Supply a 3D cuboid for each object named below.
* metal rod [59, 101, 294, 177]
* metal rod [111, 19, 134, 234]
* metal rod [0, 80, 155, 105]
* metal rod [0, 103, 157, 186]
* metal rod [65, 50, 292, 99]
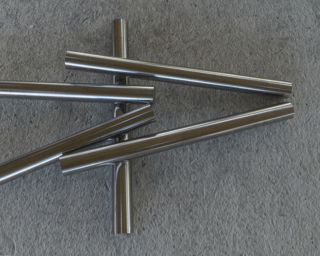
[{"bbox_3d":[0.031,0.010,0.389,0.302,0.025,0.025,-13,71,-12],"label":"metal rod"},{"bbox_3d":[-0.052,-0.016,0.414,0.025,0.025,0.299,-3,70,-2],"label":"metal rod"},{"bbox_3d":[-0.157,-0.049,0.410,0.302,0.025,0.025,3,70,6],"label":"metal rod"},{"bbox_3d":[-0.148,0.038,0.379,0.302,0.025,0.025,-22,72,-3],"label":"metal rod"},{"bbox_3d":[0.028,-0.071,0.418,0.302,0.025,0.025,7,70,-5],"label":"metal rod"}]
